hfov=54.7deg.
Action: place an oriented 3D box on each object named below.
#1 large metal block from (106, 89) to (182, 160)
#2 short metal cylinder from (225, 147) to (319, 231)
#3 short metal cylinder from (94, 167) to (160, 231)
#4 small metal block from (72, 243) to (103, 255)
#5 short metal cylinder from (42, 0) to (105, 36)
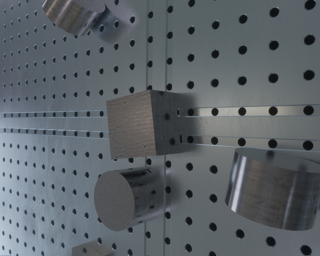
[{"bbox_3d":[-0.023,-0.002,0.412,0.080,0.050,0.080,-9,84,39],"label":"large metal block"},{"bbox_3d":[0.105,0.052,0.287,0.080,0.081,0.050,16,100,39],"label":"short metal cylinder"},{"bbox_3d":[-0.046,0.097,0.431,0.080,0.050,0.079,0,90,40],"label":"short metal cylinder"},{"bbox_3d":[-0.121,0.227,0.510,0.050,0.025,0.050,13,99,39],"label":"small metal block"},{"bbox_3d":[-0.134,-0.192,0.484,0.050,0.081,0.080,-41,65,32],"label":"short metal cylinder"}]
